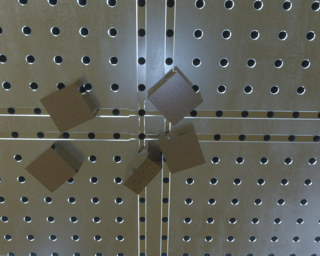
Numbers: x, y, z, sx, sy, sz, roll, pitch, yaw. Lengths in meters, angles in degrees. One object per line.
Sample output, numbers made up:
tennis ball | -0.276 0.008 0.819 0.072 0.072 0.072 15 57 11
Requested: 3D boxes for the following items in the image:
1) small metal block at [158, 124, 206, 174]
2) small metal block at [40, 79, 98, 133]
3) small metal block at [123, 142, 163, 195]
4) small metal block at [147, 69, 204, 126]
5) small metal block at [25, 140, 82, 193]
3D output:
small metal block | 0.030 0.029 0.425 0.050 0.025 0.050 -19 109 6
small metal block | -0.116 -0.029 0.401 0.050 0.025 0.050 -24 109 8
small metal block | -0.022 0.053 0.420 0.025 0.050 0.050 37 106 -13
small metal block | 0.019 -0.039 0.399 0.050 0.025 0.050 -40 106 13
small metal block | -0.147 0.054 0.431 0.050 0.025 0.050 -38 106 12
